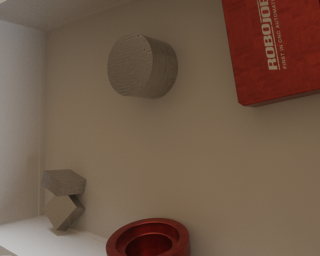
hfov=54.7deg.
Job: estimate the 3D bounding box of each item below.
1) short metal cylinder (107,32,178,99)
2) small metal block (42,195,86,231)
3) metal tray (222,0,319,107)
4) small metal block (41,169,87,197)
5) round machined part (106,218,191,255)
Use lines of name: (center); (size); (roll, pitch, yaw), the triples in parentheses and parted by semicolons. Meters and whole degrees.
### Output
short metal cylinder: (-0.023, -0.080, 0.408); (0.080, 0.050, 0.079); (0, 90, 39)
small metal block: (-0.163, 0.138, 0.526); (0.050, 0.025, 0.050); (-48, 58, -1)
metal tray: (0.116, -0.092, 0.307); (0.090, 0.030, 0.129); (-12, 82, 39)
small metal block: (-0.161, 0.091, 0.519); (0.050, 0.050, 0.025); (20, 99, 38)
round machined part: (-0.012, 0.151, 0.370); (0.098, 0.099, 0.042); (2, 105, 39)
